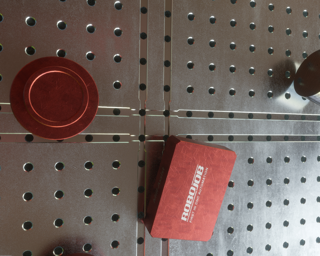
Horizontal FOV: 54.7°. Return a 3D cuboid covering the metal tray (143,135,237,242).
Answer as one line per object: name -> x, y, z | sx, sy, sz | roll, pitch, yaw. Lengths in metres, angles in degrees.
metal tray -> 0.040, 0.082, 0.411 | 0.091, 0.030, 0.129 | 13, 98, -21

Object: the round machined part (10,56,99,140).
round machined part -> -0.120, -0.035, 0.360 | 0.099, 0.042, 0.097 | 0, 90, -21

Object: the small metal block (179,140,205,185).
small metal block -> 0.041, 0.050, 0.429 | 0.050, 0.025, 0.050 | -36, 102, -17

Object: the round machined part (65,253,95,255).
round machined part -> -0.102, 0.197, 0.367 | 0.099, 0.042, 0.097 | 0, 90, -21

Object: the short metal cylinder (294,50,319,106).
short metal cylinder -> 0.258, -0.076, 0.481 | 0.050, 0.080, 0.080 | 21, 83, -19
